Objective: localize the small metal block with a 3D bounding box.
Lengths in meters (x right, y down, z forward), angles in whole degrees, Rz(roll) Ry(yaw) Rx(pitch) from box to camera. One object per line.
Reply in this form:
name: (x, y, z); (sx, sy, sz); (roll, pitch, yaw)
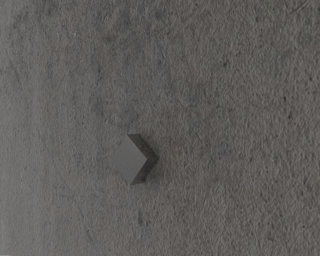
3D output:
small metal block: (-0.036, 0.044, 0.436); (0.050, 0.025, 0.050); (48, 118, 29)
